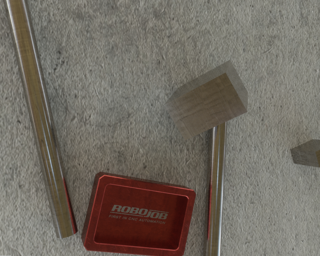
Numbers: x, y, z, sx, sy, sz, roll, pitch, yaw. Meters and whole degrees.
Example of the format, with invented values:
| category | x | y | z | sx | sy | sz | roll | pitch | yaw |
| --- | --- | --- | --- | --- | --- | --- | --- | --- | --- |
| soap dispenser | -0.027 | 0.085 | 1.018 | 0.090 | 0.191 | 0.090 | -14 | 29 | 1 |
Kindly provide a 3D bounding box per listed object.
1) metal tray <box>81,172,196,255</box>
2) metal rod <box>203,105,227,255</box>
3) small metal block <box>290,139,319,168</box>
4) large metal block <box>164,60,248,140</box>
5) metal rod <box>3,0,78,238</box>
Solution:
| category | x | y | z | sx | sy | sz | roll | pitch | yaw |
| --- | --- | --- | --- | --- | --- | --- | --- | --- | --- |
| metal tray | -0.025 | 0.112 | 0.398 | 0.131 | 0.030 | 0.090 | 13 | 85 | -20 |
| metal rod | 0.078 | 0.088 | 0.439 | 0.025 | 0.025 | 0.298 | 3 | 89 | -20 |
| small metal block | 0.246 | 0.039 | 0.489 | 0.050 | 0.050 | 0.025 | -20 | 97 | -19 |
| large metal block | 0.060 | -0.037 | 0.386 | 0.080 | 0.080 | 0.050 | -26 | 102 | 24 |
| metal rod | -0.139 | -0.020 | 0.357 | 0.025 | 0.025 | 0.298 | -13 | 94 | -20 |
